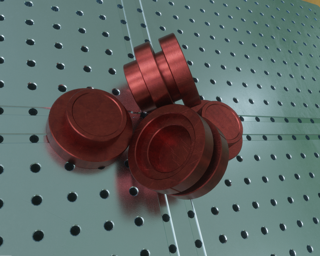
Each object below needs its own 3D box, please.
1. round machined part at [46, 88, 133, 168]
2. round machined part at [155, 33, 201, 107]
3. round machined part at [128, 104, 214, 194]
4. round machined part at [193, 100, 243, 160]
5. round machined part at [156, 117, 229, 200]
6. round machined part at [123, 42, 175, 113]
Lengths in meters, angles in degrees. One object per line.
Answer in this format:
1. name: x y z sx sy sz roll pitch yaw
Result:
1. round machined part: -0.077 -0.006 0.359 0.099 0.042 0.098 13 56 -21
2. round machined part: 0.016 -0.069 0.403 0.042 0.098 0.098 -22 68 6
3. round machined part: 0.015 0.026 0.347 0.042 0.098 0.098 34 43 -48
4. round machined part: 0.077 0.001 0.438 0.099 0.042 0.098 13 56 -21
5. round machined part: 0.037 0.037 0.370 0.042 0.098 0.098 35 43 -48
6. round machined part: -0.015 -0.058 0.403 0.042 0.098 0.098 -22 68 6
